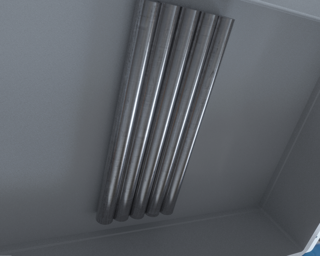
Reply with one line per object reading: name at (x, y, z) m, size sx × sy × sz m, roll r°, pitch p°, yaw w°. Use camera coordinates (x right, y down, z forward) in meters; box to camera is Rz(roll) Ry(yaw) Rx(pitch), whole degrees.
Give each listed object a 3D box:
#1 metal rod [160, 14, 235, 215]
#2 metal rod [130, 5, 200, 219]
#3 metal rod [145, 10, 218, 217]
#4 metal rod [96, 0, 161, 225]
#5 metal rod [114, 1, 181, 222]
metal rod at (0.043, -0.001, 0.430) m, size 0.025 × 0.025 × 0.298 m, roll 0°, pitch 118°, yaw -29°
metal rod at (-0.002, -0.002, 0.405) m, size 0.025 × 0.025 × 0.298 m, roll 0°, pitch 118°, yaw -29°
metal rod at (0.021, -0.001, 0.417) m, size 0.025 × 0.025 × 0.298 m, roll 0°, pitch 118°, yaw -29°
metal rod at (-0.045, -0.001, 0.381) m, size 0.025 × 0.025 × 0.298 m, roll 0°, pitch 118°, yaw -29°
metal rod at (-0.024, -0.002, 0.392) m, size 0.025 × 0.025 × 0.298 m, roll 0°, pitch 118°, yaw -29°
